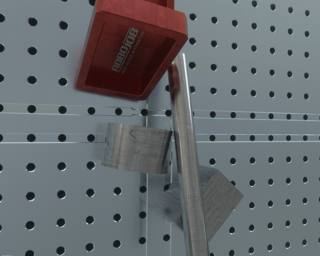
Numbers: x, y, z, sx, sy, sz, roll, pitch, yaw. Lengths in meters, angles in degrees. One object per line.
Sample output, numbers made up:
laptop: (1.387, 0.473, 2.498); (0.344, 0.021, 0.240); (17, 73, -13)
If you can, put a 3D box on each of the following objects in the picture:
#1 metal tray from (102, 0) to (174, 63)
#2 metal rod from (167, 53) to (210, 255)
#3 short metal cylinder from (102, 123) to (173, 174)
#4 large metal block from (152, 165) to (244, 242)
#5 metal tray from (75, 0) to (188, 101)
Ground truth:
metal tray: (-0.029, -0.149, 0.398); (0.091, 0.030, 0.129); (2, 89, -20)
metal rod: (0.033, 0.055, 0.349); (0.025, 0.025, 0.299); (1, 74, -20)
short metal cylinder: (-0.027, 0.024, 0.374); (0.081, 0.080, 0.050); (9, 87, -20)
large metal block: (0.046, 0.095, 0.401); (0.050, 0.080, 0.080); (46, 76, -15)
metal tray: (-0.037, -0.081, 0.343); (0.091, 0.129, 0.030); (9, 62, -20)
